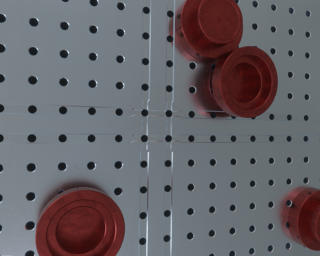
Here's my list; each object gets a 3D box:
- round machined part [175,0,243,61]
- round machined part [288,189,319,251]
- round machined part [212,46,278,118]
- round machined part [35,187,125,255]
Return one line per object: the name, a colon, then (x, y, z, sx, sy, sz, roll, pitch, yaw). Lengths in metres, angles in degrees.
round machined part: (0.074, -0.145, 0.430, 0.099, 0.042, 0.097, 0, 90, -20)
round machined part: (0.261, 0.150, 0.499, 0.099, 0.042, 0.097, 0, 90, -20)
round machined part: (0.116, -0.064, 0.442, 0.099, 0.042, 0.097, -2, 96, -23)
round machined part: (-0.095, 0.119, 0.369, 0.099, 0.042, 0.097, 0, 90, -20)
